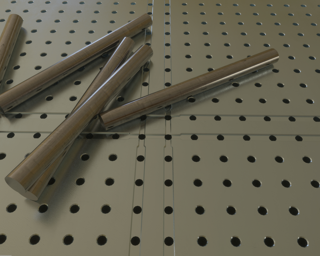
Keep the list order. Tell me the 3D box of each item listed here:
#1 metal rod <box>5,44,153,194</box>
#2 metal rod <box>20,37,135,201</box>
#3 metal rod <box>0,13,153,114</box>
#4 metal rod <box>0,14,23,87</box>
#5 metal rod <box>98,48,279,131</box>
[{"bbox_3d":[-0.084,-0.035,0.413,0.025,0.025,0.301,19,46,15],"label":"metal rod"},{"bbox_3d":[-0.100,-0.035,0.435,0.025,0.025,0.300,14,51,11],"label":"metal rod"},{"bbox_3d":[-0.124,-0.116,0.503,0.025,0.025,0.302,35,58,25],"label":"metal rod"},{"bbox_3d":[-0.253,-0.085,0.475,0.025,0.025,0.300,-4,50,-4],"label":"metal rod"},{"bbox_3d":[0.055,-0.063,0.461,0.302,0.025,0.025,-23,54,-19],"label":"metal rod"}]
